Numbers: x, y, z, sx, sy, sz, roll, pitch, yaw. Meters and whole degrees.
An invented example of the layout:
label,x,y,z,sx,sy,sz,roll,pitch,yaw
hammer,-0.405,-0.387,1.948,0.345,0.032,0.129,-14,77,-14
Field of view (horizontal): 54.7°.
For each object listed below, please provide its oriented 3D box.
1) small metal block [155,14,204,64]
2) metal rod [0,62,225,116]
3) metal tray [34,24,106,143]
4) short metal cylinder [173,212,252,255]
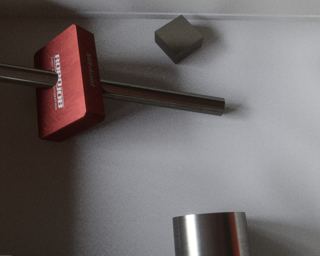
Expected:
label,x,y,z,sx,sy,sz,roll,pitch,yaw
small metal block,0.027,-0.131,0.458,0.050,0.025,0.050,-36,74,-12
metal rod,-0.064,-0.050,0.407,0.302,0.025,0.025,8,70,-6
metal tray,-0.121,-0.056,0.401,0.090,0.030,0.129,-23,67,30
short metal cylinder,0.056,0.121,0.337,0.081,0.080,0.050,-3,70,-2
